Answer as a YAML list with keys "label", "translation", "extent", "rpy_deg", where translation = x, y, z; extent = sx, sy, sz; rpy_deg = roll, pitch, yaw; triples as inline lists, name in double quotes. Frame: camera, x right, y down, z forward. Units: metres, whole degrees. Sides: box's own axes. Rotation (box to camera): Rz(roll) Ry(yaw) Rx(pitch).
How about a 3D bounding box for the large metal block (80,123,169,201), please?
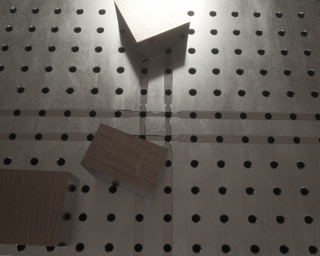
- label: "large metal block"
  translation: [-0.037, 0.044, 0.366]
  extent: [0.080, 0.080, 0.050]
  rpy_deg: [21, 71, 7]

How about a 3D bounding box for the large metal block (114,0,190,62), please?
- label: "large metal block"
  translation: [-0.012, -0.156, 0.455]
  extent: [0.080, 0.050, 0.080]
  rpy_deg: [-24, 72, -9]

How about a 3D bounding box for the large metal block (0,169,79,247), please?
- label: "large metal block"
  translation: [-0.146, 0.094, 0.362]
  extent: [0.081, 0.050, 0.080]
  rpy_deg: [3, 70, 0]
